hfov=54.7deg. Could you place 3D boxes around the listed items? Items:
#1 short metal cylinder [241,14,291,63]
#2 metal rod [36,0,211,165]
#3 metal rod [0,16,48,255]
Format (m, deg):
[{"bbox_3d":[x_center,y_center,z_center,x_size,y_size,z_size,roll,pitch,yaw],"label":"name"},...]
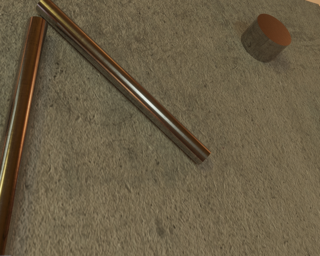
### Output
[{"bbox_3d":[0.207,-0.175,0.606,0.081,0.050,0.080,14,56,-21],"label":"short metal cylinder"},{"bbox_3d":[-0.049,-0.063,0.415,0.300,0.025,0.025,44,51,2],"label":"metal rod"},{"bbox_3d":[-0.149,-0.005,0.326,0.025,0.025,0.299,10,57,-23],"label":"metal rod"}]
